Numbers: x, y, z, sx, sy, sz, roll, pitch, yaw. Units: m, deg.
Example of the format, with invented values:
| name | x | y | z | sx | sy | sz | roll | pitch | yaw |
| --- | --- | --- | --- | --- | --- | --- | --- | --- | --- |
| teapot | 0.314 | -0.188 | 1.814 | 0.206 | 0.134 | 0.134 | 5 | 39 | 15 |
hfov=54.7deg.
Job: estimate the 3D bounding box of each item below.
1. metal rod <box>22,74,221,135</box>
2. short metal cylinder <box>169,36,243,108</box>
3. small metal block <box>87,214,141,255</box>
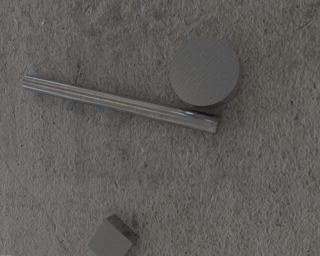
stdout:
| name | x | y | z | sx | sy | sz | roll | pitch | yaw |
| --- | --- | --- | --- | --- | --- | --- | --- | --- | --- |
| metal rod | -0.066 | -0.037 | 0.432 | 0.301 | 0.025 | 0.025 | 14 | 95 | 19 |
| short metal cylinder | 0.058 | -0.065 | 0.375 | 0.080 | 0.050 | 0.080 | 0 | 90 | 20 |
| small metal block | -0.064 | 0.158 | 0.432 | 0.050 | 0.025 | 0.050 | 37 | 102 | 16 |
